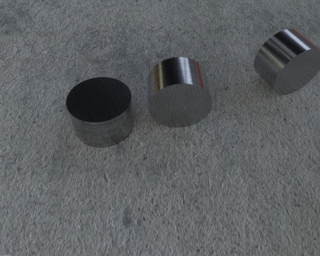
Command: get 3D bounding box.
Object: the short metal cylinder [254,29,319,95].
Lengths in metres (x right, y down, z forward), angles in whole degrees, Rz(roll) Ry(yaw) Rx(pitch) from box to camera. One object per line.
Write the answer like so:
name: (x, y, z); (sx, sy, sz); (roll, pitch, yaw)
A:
short metal cylinder: (0.185, -0.094, 0.448); (0.081, 0.080, 0.050); (-18, 53, -15)

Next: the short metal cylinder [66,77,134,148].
short metal cylinder: (-0.076, -0.021, 0.404); (0.080, 0.050, 0.080); (0, 50, 0)

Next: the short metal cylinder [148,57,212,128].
short metal cylinder: (0.024, -0.045, 0.405); (0.081, 0.080, 0.050); (-2, 50, -2)
